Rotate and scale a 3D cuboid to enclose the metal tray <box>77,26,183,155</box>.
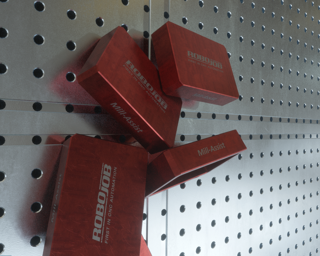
[{"bbox_3d":[-0.027,-0.042,0.362,0.130,0.030,0.090,47,37,-30],"label":"metal tray"}]

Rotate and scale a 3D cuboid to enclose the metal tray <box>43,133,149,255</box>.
[{"bbox_3d":[-0.063,0.079,0.326,0.091,0.030,0.130,15,68,-28],"label":"metal tray"}]

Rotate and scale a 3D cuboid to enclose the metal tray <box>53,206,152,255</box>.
[{"bbox_3d":[-0.053,0.169,0.364,0.091,0.030,0.129,-35,112,-35],"label":"metal tray"}]

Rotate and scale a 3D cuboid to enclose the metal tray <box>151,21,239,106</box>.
[{"bbox_3d":[0.052,-0.084,0.427,0.131,0.030,0.090,5,67,-44],"label":"metal tray"}]

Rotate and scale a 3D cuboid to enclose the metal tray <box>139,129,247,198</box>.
[{"bbox_3d":[0.039,0.046,0.399,0.131,0.090,0.030,-13,69,-40],"label":"metal tray"}]
